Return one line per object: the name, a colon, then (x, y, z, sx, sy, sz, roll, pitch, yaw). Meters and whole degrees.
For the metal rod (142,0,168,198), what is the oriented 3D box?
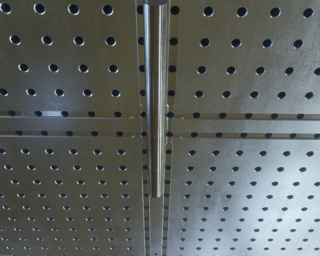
metal rod: (-0.006, -0.011, 0.402, 0.025, 0.025, 0.298, 0, 130, 0)
